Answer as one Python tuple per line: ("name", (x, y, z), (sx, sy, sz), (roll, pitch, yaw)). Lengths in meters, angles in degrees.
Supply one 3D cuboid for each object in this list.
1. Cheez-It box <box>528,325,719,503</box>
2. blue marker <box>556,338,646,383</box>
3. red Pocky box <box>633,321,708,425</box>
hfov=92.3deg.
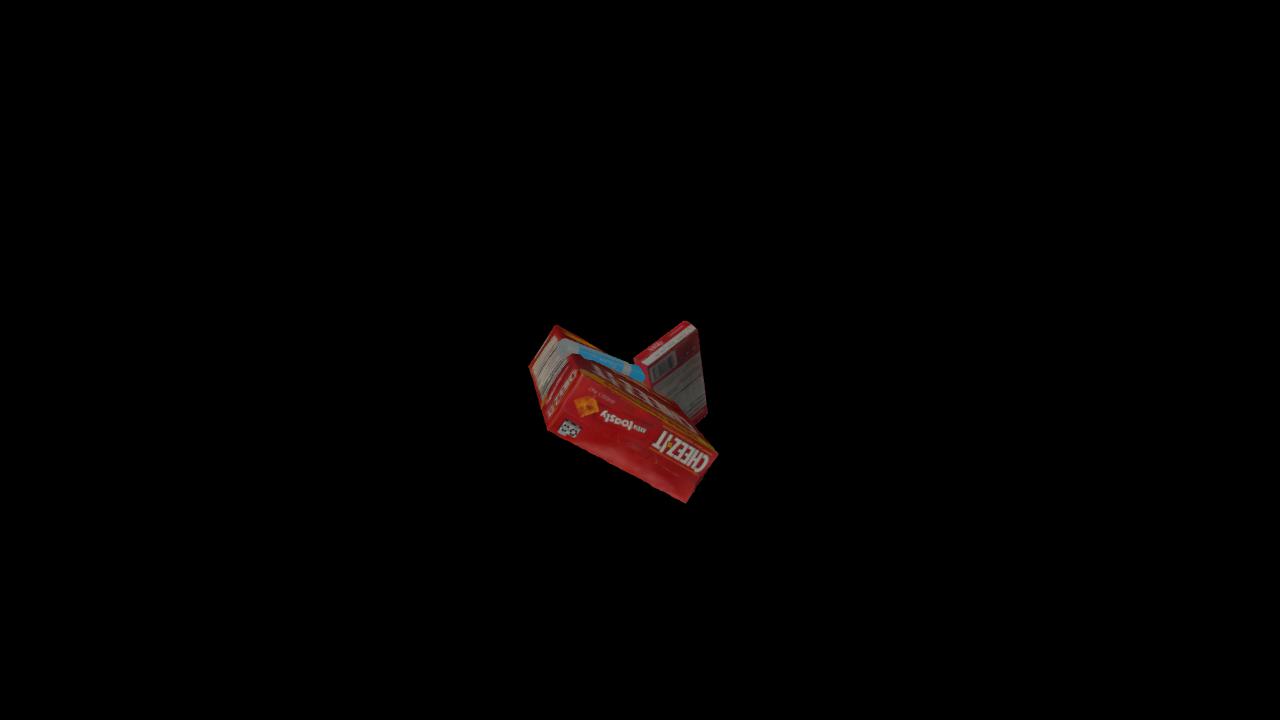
("Cheez-It box", (-0.029, 0.048, 0.674), (0.166, 0.071, 0.223), (31, 6, -20))
("blue marker", (-0.037, 0.003, 0.655), (0.020, 0.020, 0.121), (0, -15, 45))
("red Pocky box", (0.040, 0.034, 0.744), (0.083, 0.155, 0.028), (-37, 49, -24))
